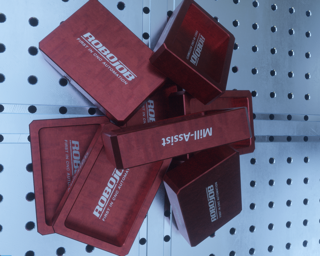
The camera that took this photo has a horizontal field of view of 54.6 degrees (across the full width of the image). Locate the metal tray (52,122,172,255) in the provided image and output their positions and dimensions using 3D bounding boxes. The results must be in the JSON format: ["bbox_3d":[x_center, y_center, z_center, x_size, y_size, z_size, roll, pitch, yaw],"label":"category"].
[{"bbox_3d":[-0.053,0.069,0.358,0.090,0.030,0.130,28,81,-18],"label":"metal tray"}]

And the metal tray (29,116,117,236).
[{"bbox_3d":[-0.103,0.053,0.372,0.091,0.030,0.129,-5,91,-21],"label":"metal tray"}]

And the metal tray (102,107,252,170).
[{"bbox_3d":[0.012,0.007,0.314,0.131,0.090,0.030,-12,94,-15],"label":"metal tray"}]

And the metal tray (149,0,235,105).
[{"bbox_3d":[0.047,-0.101,0.391,0.090,0.030,0.130,35,46,-16],"label":"metal tray"}]

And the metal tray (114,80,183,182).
[{"bbox_3d":[-0.012,0.000,0.405,0.091,0.030,0.129,-5,90,-22],"label":"metal tray"}]

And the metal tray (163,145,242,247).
[{"bbox_3d":[0.060,0.087,0.396,0.090,0.030,0.129,-30,133,-17],"label":"metal tray"}]

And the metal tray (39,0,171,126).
[{"bbox_3d":[-0.063,-0.077,0.369,0.130,0.030,0.090,43,76,1],"label":"metal tray"}]

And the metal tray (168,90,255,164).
[{"bbox_3d":[0.074,-0.005,0.417,0.131,0.030,0.090,-5,92,-37],"label":"metal tray"}]
